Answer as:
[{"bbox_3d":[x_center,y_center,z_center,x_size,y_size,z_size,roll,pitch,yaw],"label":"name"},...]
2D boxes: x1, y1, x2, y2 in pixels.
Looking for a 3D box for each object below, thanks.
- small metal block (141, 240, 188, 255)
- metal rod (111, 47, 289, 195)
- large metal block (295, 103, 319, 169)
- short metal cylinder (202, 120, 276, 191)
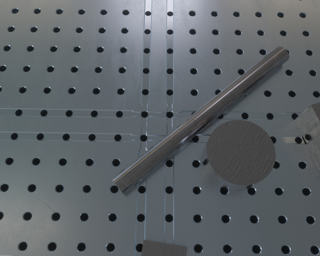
[{"bbox_3d":[0.002,0.158,0.354,0.050,0.025,0.050,8,70,3],"label":"small metal block"},{"bbox_3d":[0.063,-0.018,0.418,0.301,0.025,0.025,-38,75,-13],"label":"metal rod"},{"bbox_3d":[0.238,0.004,0.399,0.081,0.050,0.080,-17,71,-6],"label":"large metal block"},{"bbox_3d":[0.095,0.036,0.386,0.081,0.050,0.080,0,70,0],"label":"short metal cylinder"}]
